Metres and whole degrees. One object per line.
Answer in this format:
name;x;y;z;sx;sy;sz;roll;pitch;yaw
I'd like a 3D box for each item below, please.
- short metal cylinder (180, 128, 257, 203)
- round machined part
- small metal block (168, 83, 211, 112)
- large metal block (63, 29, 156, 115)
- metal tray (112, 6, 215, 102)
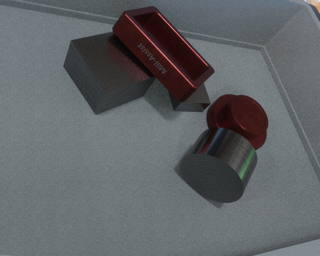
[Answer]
short metal cylinder;0.073;0.046;0.383;0.080;0.080;0.050;41;51;-1
round machined part;0.124;-0.011;0.471;0.099;0.042;0.098;14;56;-21
small metal block;0.042;-0.052;0.462;0.050;0.025;0.050;0;62;-29
large metal block;-0.064;-0.074;0.401;0.081;0.050;0.080;-27;77;-37
metal tray;0.009;-0.103;0.419;0.130;0.030;0.090;47;35;-1
